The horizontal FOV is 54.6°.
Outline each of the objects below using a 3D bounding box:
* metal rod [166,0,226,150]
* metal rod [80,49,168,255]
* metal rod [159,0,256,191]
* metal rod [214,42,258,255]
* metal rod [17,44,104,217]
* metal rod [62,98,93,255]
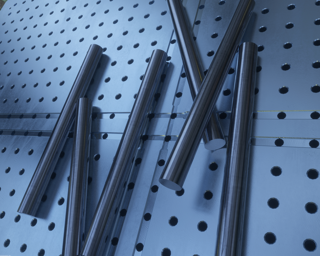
[{"bbox_3d":[0.044,-0.102,0.448,0.025,0.025,0.300,-21,54,16],"label":"metal rod"},{"bbox_3d":[-0.040,0.018,0.419,0.025,0.025,0.300,3,63,30],"label":"metal rod"},{"bbox_3d":[0.069,-0.062,0.385,0.025,0.025,0.300,8,57,31],"label":"metal rod"},{"bbox_3d":[0.087,0.026,0.346,0.025,0.025,0.300,-2,61,27],"label":"metal rod"},{"bbox_3d":[-0.151,-0.011,0.495,0.025,0.025,0.300,1,62,29],"label":"metal rod"},{"bbox_3d":[-0.110,0.084,0.415,0.025,0.025,0.300,-17,55,18],"label":"metal rod"}]
